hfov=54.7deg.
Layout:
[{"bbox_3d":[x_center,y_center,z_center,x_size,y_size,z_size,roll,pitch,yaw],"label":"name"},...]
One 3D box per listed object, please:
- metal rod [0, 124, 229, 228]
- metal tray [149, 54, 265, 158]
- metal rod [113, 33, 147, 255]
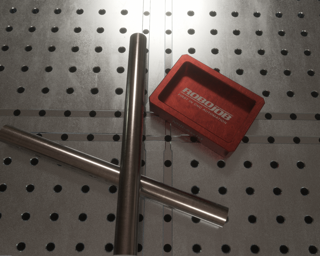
[{"bbox_3d":[-0.063,0.057,0.389,0.301,0.025,0.025,20,71,6],"label":"metal rod"},{"bbox_3d":[0.062,-0.032,0.421,0.130,0.030,0.090,33,73,11],"label":"metal tray"},{"bbox_3d":[-0.034,0.000,0.391,0.025,0.025,0.299,1,63,0],"label":"metal rod"}]
